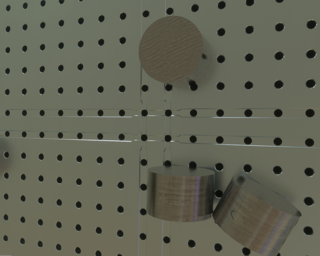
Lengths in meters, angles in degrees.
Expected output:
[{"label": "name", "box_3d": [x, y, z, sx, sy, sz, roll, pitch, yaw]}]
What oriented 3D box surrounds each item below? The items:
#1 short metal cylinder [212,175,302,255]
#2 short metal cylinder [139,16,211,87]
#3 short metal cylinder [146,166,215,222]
[{"label": "short metal cylinder", "box_3d": [0.106, 0.095, 0.346, 0.080, 0.080, 0.050, 29, 100, 17]}, {"label": "short metal cylinder", "box_3d": [0.020, -0.094, 0.392, 0.080, 0.050, 0.079, 0, 90, 19]}, {"label": "short metal cylinder", "box_3d": [0.025, 0.076, 0.374, 0.080, 0.080, 0.050, 3, 91, 19]}]
